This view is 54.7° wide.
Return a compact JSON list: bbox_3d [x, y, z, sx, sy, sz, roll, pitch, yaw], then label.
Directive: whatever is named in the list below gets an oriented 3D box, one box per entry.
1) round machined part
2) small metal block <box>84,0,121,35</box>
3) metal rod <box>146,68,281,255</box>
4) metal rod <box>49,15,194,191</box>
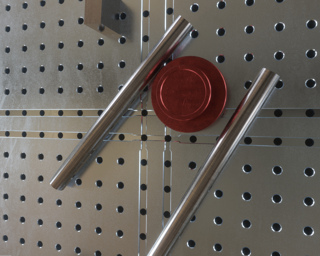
[{"bbox_3d":[0.034,-0.043,0.391,0.098,0.042,0.097,0,90,19],"label":"round machined part"},{"bbox_3d":[-0.078,-0.161,0.426,0.025,0.050,0.050,3,91,20],"label":"small metal block"},{"bbox_3d":[0.058,0.062,0.391,0.025,0.025,0.299,33,100,16],"label":"metal rod"},{"bbox_3d":[-0.060,-0.027,0.432,0.025,0.025,0.299,44,103,14],"label":"metal rod"}]
